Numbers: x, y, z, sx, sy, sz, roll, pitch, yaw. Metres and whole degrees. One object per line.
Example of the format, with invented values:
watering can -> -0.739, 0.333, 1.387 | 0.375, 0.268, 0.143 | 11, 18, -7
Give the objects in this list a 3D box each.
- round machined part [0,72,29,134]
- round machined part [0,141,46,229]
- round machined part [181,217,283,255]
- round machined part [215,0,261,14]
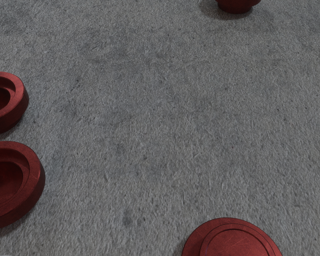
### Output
round machined part -> -0.226, -0.028, 0.414 | 0.099, 0.042, 0.098 | 0, 50, 0
round machined part -> -0.175, 0.065, 0.336 | 0.099, 0.042, 0.098 | 0, 50, 0
round machined part -> 0.068, 0.128, 0.285 | 0.099, 0.042, 0.098 | 0, 50, 0
round machined part -> 0.151, -0.262, 0.613 | 0.099, 0.042, 0.098 | 0, 50, 0
